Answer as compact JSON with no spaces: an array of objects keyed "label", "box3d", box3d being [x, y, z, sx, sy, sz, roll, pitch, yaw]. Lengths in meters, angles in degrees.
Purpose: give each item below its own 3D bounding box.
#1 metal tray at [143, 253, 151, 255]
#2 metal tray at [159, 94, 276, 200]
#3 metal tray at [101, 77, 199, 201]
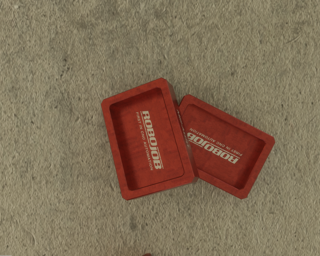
[{"label":"metal tray","box3d":[-0.046,0.203,0.357,0.090,0.130,0.030,-28,90,0]},{"label":"metal tray","box3d":[0.070,0.024,0.407,0.130,0.030,0.090,27,90,0]},{"label":"metal tray","box3d":[-0.014,0.014,0.380,0.090,0.030,0.129,-19,76,14]}]
